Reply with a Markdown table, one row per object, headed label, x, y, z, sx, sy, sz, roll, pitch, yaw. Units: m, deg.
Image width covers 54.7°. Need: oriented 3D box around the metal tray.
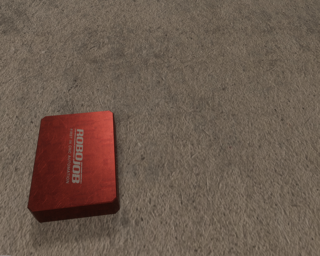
| label | x | y | z | sx | sy | sz | roll | pitch | yaw |
| --- | --- | --- | --- | --- | --- | --- | --- | --- | --- |
| metal tray | -0.097 | 0.040 | 0.366 | 0.091 | 0.030 | 0.130 | -5 | 50 | -5 |
